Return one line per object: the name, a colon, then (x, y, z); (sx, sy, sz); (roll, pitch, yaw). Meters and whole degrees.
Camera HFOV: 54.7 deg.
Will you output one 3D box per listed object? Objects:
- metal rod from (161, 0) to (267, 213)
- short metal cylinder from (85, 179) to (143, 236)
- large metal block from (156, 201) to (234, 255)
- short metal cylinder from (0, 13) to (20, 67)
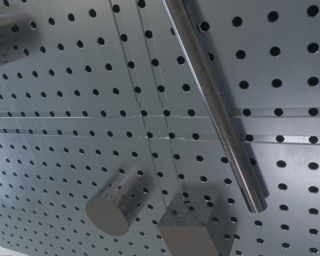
metal rod: (0.067, -0.024, 0.360); (0.025, 0.025, 0.299); (-13, 112, 33)
short metal cylinder: (-0.076, 0.133, 0.517); (0.080, 0.050, 0.079); (13, 124, 21)
large metal block: (0.054, 0.160, 0.465); (0.080, 0.050, 0.080); (-12, 113, 33)
short metal cylinder: (-0.255, -0.126, 0.452); (0.080, 0.050, 0.079); (13, 124, 21)
